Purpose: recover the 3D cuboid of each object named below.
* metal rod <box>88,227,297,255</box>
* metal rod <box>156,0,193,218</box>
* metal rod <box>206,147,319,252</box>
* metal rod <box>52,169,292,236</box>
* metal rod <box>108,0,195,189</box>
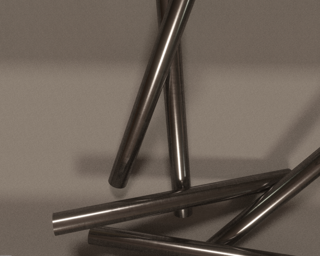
[{"bbox_3d":[0.057,0.155,0.385,0.301,0.025,0.025,5,90,10],"label":"metal rod"},{"bbox_3d":[0.018,-0.030,0.377,0.025,0.025,0.298,-5,104,0],"label":"metal rod"},{"bbox_3d":[0.164,0.068,0.379,0.025,0.025,0.299,45,103,-1],"label":"metal rod"},{"bbox_3d":[0.028,0.087,0.379,0.302,0.025,0.025,-8,90,-14],"label":"metal rod"},{"bbox_3d":[-0.007,-0.054,0.352,0.025,0.025,0.298,21,114,-1],"label":"metal rod"}]
